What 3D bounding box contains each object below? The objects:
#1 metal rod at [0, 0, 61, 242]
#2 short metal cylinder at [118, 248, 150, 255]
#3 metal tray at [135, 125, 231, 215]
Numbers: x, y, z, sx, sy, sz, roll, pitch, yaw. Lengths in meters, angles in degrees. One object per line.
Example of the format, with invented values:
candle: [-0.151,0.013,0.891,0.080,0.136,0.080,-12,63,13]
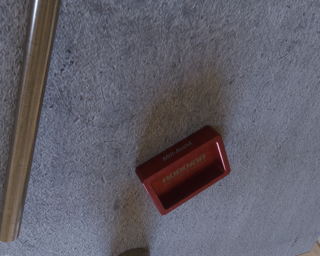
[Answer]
metal rod: [-0.144,0.003,0.330,0.025,0.025,0.298,5,116,-31]
short metal cylinder: [-0.044,0.252,0.524,0.081,0.050,0.079,-14,125,-21]
metal tray: [0.038,0.065,0.466,0.131,0.030,0.090,-31,129,-9]
